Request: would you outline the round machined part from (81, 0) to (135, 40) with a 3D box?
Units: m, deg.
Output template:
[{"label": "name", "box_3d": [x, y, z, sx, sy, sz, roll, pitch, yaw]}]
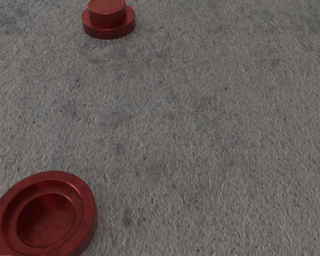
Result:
[{"label": "round machined part", "box_3d": [-0.095, -0.207, 0.566, 0.099, 0.042, 0.098, 0, 50, 0]}]

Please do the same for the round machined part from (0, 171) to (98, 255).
[{"label": "round machined part", "box_3d": [-0.111, 0.095, 0.311, 0.099, 0.042, 0.098, 0, 50, 0]}]
